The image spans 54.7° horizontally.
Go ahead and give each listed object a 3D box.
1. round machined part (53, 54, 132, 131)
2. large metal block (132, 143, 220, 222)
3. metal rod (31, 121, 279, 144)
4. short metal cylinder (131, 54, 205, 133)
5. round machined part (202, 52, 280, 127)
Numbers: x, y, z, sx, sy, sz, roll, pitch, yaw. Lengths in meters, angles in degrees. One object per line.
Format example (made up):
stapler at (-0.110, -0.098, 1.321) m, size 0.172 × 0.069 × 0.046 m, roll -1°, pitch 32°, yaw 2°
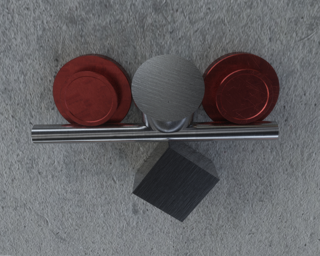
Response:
round machined part at (-0.084, -0.040, 0.385) m, size 0.099 × 0.042 × 0.097 m, roll 0°, pitch 110°, yaw 0°
large metal block at (0.020, 0.066, 0.420) m, size 0.080 × 0.050 × 0.080 m, roll 34°, pitch 107°, yaw -12°
metal rod at (-0.006, 0.006, 0.390) m, size 0.302 × 0.025 × 0.025 m, roll -1°, pitch 110°, yaw 0°
short metal cylinder at (0.009, -0.038, 0.364) m, size 0.080 × 0.050 × 0.080 m, roll 0°, pitch 75°, yaw 0°
round machined part at (0.101, -0.043, 0.387) m, size 0.099 × 0.042 × 0.097 m, roll 0°, pitch 110°, yaw 0°
